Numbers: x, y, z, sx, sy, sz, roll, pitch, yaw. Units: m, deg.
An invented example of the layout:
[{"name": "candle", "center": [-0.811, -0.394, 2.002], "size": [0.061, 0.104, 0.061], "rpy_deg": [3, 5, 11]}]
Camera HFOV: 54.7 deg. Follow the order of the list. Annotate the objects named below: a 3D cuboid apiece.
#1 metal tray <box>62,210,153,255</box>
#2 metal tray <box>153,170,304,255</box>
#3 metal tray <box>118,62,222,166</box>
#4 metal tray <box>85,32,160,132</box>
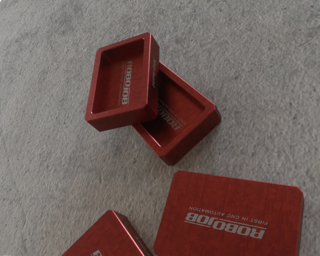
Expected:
[{"name": "metal tray", "center": [-0.045, 0.163, 0.323], "size": [0.090, 0.030, 0.130], "rpy_deg": [-45, 51, -3]}, {"name": "metal tray", "center": [0.067, 0.096, 0.306], "size": [0.130, 0.030, 0.090], "rpy_deg": [4, 63, 29]}, {"name": "metal tray", "center": [0.005, -0.024, 0.411], "size": [0.090, 0.030, 0.130], "rpy_deg": [-43, 51, -2]}, {"name": "metal tray", "center": [-0.049, -0.064, 0.424], "size": [0.090, 0.030, 0.130], "rpy_deg": [-12, 57, 21]}]
